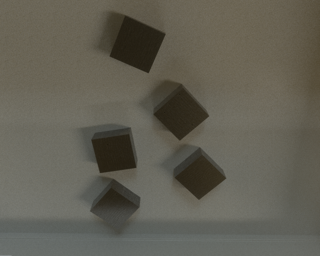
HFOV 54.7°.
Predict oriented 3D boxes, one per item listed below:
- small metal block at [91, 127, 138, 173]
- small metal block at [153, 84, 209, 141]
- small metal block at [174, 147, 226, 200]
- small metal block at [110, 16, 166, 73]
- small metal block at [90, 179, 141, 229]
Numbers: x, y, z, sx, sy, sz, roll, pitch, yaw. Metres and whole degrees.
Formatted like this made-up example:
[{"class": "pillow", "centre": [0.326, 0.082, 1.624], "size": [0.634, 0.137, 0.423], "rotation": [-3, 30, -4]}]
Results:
[{"class": "small metal block", "centre": [-0.061, 0.030, 0.422], "size": [0.050, 0.025, 0.050], "rotation": [-9, 110, 3]}, {"class": "small metal block", "centre": [0.027, -0.021, 0.404], "size": [0.050, 0.025, 0.050], "rotation": [-41, 105, 13]}, {"class": "small metal block", "centre": [0.056, 0.064, 0.435], "size": [0.050, 0.025, 0.050], "rotation": [-42, 105, 14]}, {"class": "small metal block", "centre": [-0.027, -0.101, 0.374], "size": [0.050, 0.025, 0.050], "rotation": [22, 109, -8]}, {"class": "small metal block", "centre": [-0.064, 0.111, 0.452], "size": [0.050, 0.025, 0.050], "rotation": [38, 106, -13]}]
